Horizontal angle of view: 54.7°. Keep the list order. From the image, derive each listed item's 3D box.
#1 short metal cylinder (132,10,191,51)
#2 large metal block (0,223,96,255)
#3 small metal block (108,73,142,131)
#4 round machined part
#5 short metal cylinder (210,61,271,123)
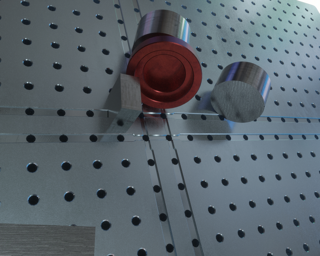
[{"bbox_3d":[0.003,-0.123,0.451,0.080,0.080,0.050,20,54,-17],"label":"short metal cylinder"},{"bbox_3d":[-0.102,0.128,0.260,0.081,0.050,0.080,10,57,-23],"label":"large metal block"},{"bbox_3d":[-0.045,-0.032,0.388,0.025,0.050,0.050,9,58,-24],"label":"small metal block"},{"bbox_3d":[0.006,-0.078,0.417,0.099,0.097,0.042,23,34,-15],"label":"round machined part"},{"bbox_3d":[0.124,-0.054,0.475,0.080,0.080,0.050,35,51,-6],"label":"short metal cylinder"}]
